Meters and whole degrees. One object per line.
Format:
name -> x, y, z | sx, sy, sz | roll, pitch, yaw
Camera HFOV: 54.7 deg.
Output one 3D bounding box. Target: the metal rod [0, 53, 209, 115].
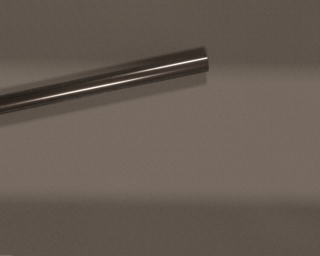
metal rod -> -0.086, -0.056, 0.410 | 0.302, 0.025, 0.025 | -12, 90, -1
